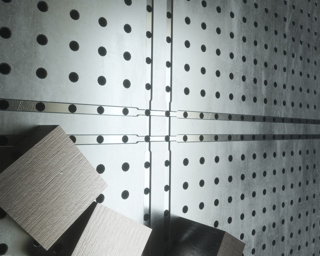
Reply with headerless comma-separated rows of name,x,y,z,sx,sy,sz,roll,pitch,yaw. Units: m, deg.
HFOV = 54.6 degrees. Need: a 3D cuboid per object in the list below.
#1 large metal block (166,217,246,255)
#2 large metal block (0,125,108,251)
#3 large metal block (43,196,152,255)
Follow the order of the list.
large metal block,0.057,0.176,0.420,0.050,0.080,0.080,39,66,-33
large metal block,-0.112,0.053,0.298,0.080,0.050,0.080,-47,118,-30
large metal block,-0.067,0.129,0.336,0.080,0.050,0.080,38,67,-33
